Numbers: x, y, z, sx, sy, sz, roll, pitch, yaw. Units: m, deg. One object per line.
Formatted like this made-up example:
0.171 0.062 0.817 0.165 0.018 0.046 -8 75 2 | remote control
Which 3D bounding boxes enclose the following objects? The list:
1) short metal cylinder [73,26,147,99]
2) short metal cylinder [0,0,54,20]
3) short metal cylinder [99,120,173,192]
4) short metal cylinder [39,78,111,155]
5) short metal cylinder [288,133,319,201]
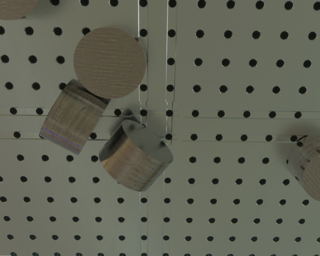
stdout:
-0.056 -0.080 0.370 0.081 0.050 0.079 0 110 0 | short metal cylinder
-0.162 -0.161 0.339 0.081 0.050 0.079 0 110 0 | short metal cylinder
-0.030 0.034 0.396 0.080 0.080 0.050 36 106 -12 | short metal cylinder
-0.102 -0.013 0.378 0.050 0.080 0.080 30 107 -10 | short metal cylinder
0.224 0.053 0.422 0.081 0.050 0.079 0 110 0 | short metal cylinder
